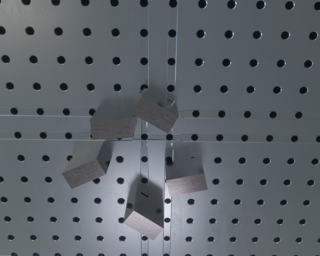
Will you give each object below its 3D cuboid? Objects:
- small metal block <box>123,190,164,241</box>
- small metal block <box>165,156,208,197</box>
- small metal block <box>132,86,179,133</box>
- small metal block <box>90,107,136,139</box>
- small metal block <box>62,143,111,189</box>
[{"bbox_3d":[-0.022,0.125,0.446,0.050,0.050,0.025,34,107,-12],"label":"small metal block"},{"bbox_3d":[0.035,0.065,0.424,0.050,0.050,0.025,-12,110,4],"label":"small metal block"},{"bbox_3d":[-0.006,-0.024,0.391,0.050,0.050,0.025,29,108,-10],"label":"small metal block"},{"bbox_3d":[-0.058,-0.008,0.397,0.050,0.050,0.025,-3,110,1],"label":"small metal block"},{"bbox_3d":[-0.097,0.050,0.418,0.050,0.050,0.025,-24,109,8],"label":"small metal block"}]
